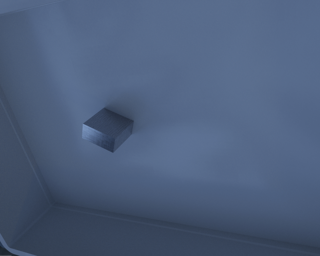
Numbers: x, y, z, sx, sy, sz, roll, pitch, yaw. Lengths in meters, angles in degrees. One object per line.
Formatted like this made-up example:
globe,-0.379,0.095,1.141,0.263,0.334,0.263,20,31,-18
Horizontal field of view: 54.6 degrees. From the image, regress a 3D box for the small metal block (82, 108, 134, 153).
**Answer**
small metal block,-0.072,0.002,0.432,0.050,0.050,0.025,24,127,14
